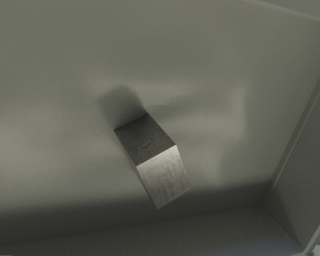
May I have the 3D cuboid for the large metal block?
[{"bbox_3d":[-0.010,0.040,0.392,0.050,0.080,0.080,-28,128,-10],"label":"large metal block"}]
